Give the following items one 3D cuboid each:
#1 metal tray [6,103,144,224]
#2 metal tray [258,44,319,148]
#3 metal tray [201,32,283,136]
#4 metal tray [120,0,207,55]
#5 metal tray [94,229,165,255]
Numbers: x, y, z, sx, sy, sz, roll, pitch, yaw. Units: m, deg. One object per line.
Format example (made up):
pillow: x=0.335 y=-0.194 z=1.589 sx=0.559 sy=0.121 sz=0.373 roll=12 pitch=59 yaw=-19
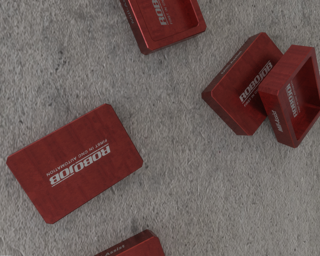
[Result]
metal tray: x=-0.097 y=0.039 z=0.370 sx=0.131 sy=0.030 sz=0.090 roll=-32 pitch=101 yaw=-17
metal tray: x=0.195 y=-0.042 z=0.448 sx=0.090 sy=0.030 sz=0.130 roll=-49 pitch=132 yaw=-13
metal tray: x=0.134 y=-0.064 z=0.456 sx=0.090 sy=0.030 sz=0.130 roll=44 pitch=76 yaw=-15
metal tray: x=-0.004 y=-0.172 z=0.404 sx=0.091 sy=0.030 sz=0.129 roll=-25 pitch=99 yaw=-18
metal tray: x=-0.051 y=0.198 z=0.388 sx=0.131 sy=0.030 sz=0.090 roll=-21 pitch=97 yaw=-19
